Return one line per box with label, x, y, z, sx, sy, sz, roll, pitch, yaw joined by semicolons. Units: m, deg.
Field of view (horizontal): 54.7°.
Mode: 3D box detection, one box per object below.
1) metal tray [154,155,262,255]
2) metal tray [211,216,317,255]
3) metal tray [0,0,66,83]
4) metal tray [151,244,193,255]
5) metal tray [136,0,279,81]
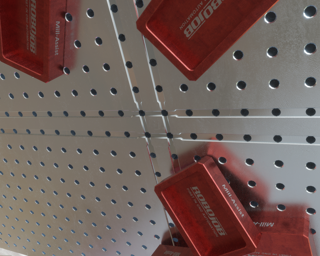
metal tray;0.062;0.114;0.418;0.090;0.030;0.130;-35;85;32
metal tray;0.145;0.169;0.436;0.130;0.030;0.090;-8;115;31
metal tray;-0.174;-0.136;0.413;0.090;0.030;0.129;25;127;12
metal tray;0.048;0.233;0.497;0.090;0.030;0.130;49;148;-7
metal tray;0.047;-0.121;0.307;0.090;0.030;0.129;44;129;-3
